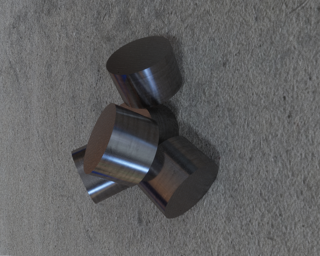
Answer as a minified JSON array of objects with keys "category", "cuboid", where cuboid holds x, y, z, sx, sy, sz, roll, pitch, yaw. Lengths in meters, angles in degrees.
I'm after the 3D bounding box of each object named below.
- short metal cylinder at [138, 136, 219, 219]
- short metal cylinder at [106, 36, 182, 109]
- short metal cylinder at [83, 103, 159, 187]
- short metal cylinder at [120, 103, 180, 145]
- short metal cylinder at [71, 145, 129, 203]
[{"category":"short metal cylinder","cuboid":[0.020,0.056,0.354,0.050,0.081,0.080,42,115,32]},{"category":"short metal cylinder","cuboid":[-0.018,-0.069,0.378,0.080,0.080,0.050,18,145,38]},{"category":"short metal cylinder","cuboid":[-0.044,0.019,0.339,0.080,0.050,0.080,-45,33,41]},{"category":"short metal cylinder","cuboid":[-0.022,0.006,0.408,0.080,0.050,0.080,0,89,39]},{"category":"short metal cylinder","cuboid":[-0.082,0.058,0.431,0.080,0.050,0.080,61,169,22]}]
